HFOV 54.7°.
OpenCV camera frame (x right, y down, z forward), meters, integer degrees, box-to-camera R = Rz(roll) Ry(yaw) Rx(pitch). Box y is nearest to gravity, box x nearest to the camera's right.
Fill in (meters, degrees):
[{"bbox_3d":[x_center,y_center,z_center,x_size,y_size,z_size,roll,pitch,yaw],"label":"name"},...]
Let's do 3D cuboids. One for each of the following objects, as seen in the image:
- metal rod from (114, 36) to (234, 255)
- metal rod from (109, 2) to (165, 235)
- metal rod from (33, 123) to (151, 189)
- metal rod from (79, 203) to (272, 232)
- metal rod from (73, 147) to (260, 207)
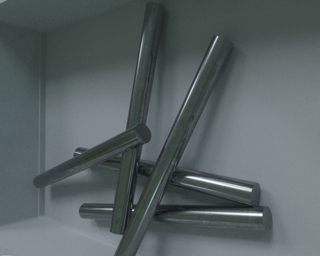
[{"bbox_3d":[0.011,0.037,0.368,0.025,0.025,0.298,30,101,35],"label":"metal rod"},{"bbox_3d":[-0.030,-0.013,0.405,0.025,0.025,0.298,9,89,39],"label":"metal rod"},{"bbox_3d":[-0.120,0.053,0.469,0.299,0.025,0.025,-25,75,42],"label":"metal rod"},{"bbox_3d":[-0.006,0.113,0.408,0.300,0.025,0.025,-10,84,39],"label":"metal rod"},{"bbox_3d":[-0.016,0.057,0.416,0.300,0.025,0.025,6,94,39],"label":"metal rod"}]
